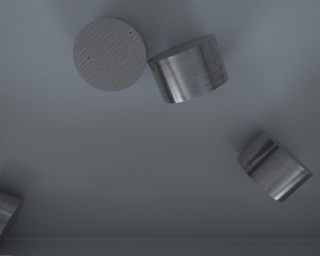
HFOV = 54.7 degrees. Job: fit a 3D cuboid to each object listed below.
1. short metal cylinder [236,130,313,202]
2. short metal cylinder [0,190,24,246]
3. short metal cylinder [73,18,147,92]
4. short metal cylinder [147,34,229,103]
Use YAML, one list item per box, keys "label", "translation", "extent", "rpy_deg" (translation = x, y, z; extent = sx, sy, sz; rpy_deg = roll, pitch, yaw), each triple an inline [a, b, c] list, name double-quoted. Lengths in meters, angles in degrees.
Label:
- label: "short metal cylinder"
  translation: [0.147, 0.049, 0.401]
  extent: [0.080, 0.080, 0.050]
  rpy_deg: [37, 106, -13]
- label: "short metal cylinder"
  translation: [-0.233, 0.126, 0.426]
  extent: [0.050, 0.080, 0.080]
  rpy_deg: [27, 108, -10]
- label: "short metal cylinder"
  translation: [-0.055, -0.088, 0.365]
  extent: [0.081, 0.050, 0.079]
  rpy_deg: [0, 110, 0]
- label: "short metal cylinder"
  translation: [0.032, -0.069, 0.357]
  extent: [0.080, 0.080, 0.050]
  rpy_deg: [-21, 109, 7]
